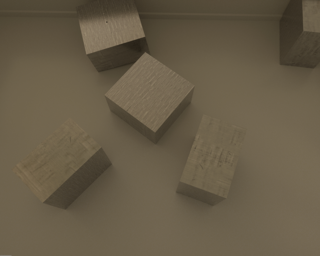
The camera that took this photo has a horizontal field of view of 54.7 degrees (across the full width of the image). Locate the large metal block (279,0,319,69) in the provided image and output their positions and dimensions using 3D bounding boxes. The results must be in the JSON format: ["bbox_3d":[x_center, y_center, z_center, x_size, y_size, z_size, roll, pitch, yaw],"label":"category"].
[{"bbox_3d":[0.208,-0.141,0.435,0.050,0.080,0.080,7,70,2],"label":"large metal block"}]

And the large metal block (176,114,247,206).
[{"bbox_3d":[0.058,0.041,0.366,0.050,0.080,0.080,20,71,6],"label":"large metal block"}]

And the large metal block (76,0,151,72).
[{"bbox_3d":[-0.065,-0.136,0.440,0.080,0.050,0.080,-17,71,2],"label":"large metal block"}]

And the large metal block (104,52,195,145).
[{"bbox_3d":[-0.013,-0.039,0.410,0.080,0.050,0.080,37,74,12],"label":"large metal block"}]

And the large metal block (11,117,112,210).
[{"bbox_3d":[-0.108,0.045,0.363,0.050,0.080,0.080,41,75,13],"label":"large metal block"}]
